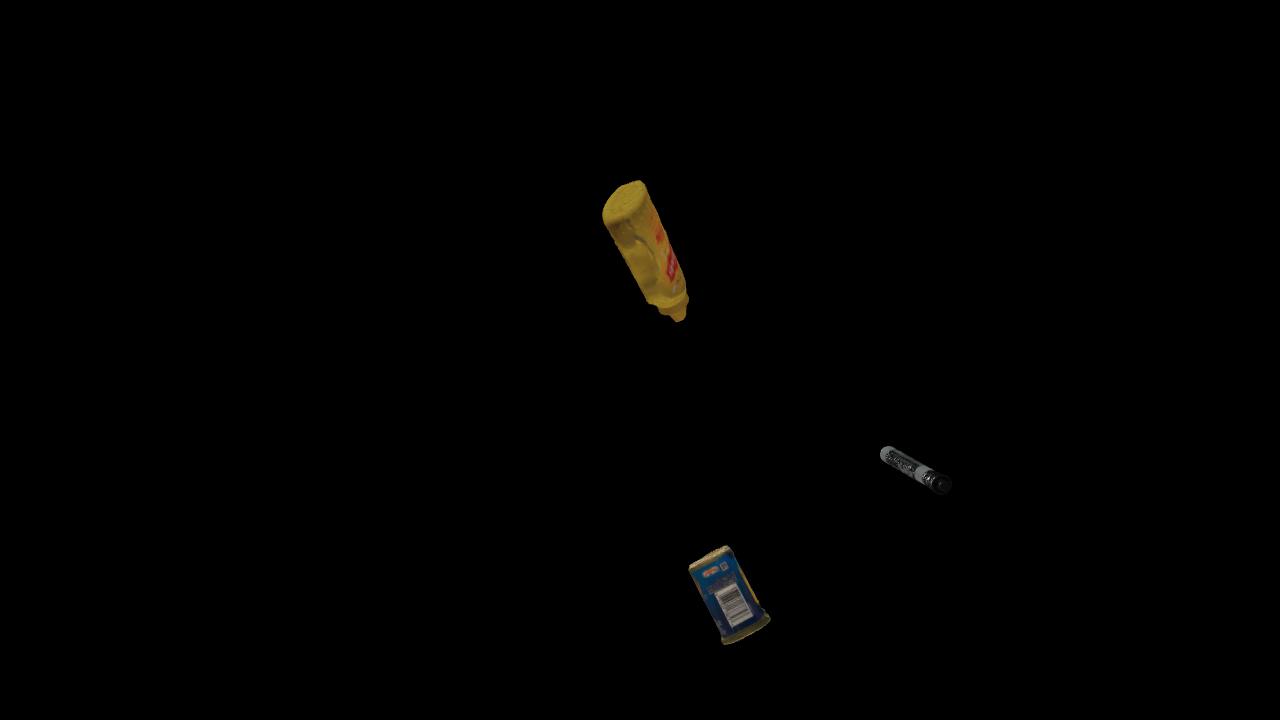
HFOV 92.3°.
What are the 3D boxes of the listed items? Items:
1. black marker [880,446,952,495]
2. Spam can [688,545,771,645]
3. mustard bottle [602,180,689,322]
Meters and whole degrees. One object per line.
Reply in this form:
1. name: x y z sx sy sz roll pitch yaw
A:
1. black marker: 0.274 0.109 0.615 0.020 0.020 0.121 0 5 -2
2. Spam can: 0.097 0.259 0.690 0.058 0.085 0.101 -27 -15 -3
3. mustard bottle: 0.016 -0.119 0.754 0.054 0.184 0.092 -15 38 18
